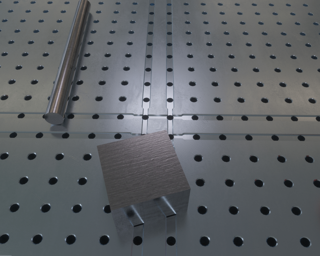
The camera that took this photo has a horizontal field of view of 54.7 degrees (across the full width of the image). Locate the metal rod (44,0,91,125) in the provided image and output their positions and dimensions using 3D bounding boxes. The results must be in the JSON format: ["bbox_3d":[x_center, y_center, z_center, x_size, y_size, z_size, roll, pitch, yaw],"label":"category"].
[{"bbox_3d":[-0.145,-0.127,0.513,0.025,0.025,0.300,-1,50,-1],"label":"metal rod"}]

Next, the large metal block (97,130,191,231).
[{"bbox_3d":[-0.020,0.056,0.344,0.081,0.050,0.080,-13,51,-11],"label":"large metal block"}]
